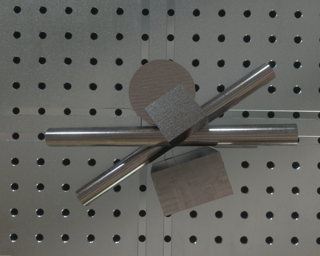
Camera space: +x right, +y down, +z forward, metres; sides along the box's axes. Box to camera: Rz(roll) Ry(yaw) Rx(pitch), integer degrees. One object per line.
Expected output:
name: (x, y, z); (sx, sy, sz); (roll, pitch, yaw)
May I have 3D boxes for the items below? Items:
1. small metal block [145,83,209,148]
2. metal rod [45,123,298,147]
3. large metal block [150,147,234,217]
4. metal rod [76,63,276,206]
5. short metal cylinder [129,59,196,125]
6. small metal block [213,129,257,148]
small metal block: (0.019, -0.014, 0.352); (0.050, 0.025, 0.050); (-35, 68, 0)
metal rod: (0.003, 0.010, 0.375); (0.301, 0.025, 0.025); (-1, 90, 13)
large metal block: (0.035, 0.061, 0.382); (0.080, 0.080, 0.050); (-18, 90, 0)
metal rod: (0.021, 0.009, 0.411); (0.301, 0.025, 0.025); (-34, 90, 0)
short metal cylinder: (0.003, -0.043, 0.397); (0.081, 0.050, 0.079); (0, 89, 0)
small metal block: (0.093, 0.012, 0.398); (0.050, 0.050, 0.025); (0, 90, 1)
